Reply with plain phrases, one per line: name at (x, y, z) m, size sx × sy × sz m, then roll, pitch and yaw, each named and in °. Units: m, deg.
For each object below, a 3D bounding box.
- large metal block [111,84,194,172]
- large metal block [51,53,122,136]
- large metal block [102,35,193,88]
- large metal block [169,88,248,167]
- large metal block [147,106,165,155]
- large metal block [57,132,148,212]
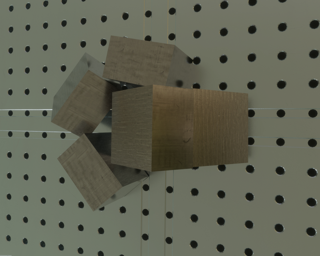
large metal block at (-0.010, 0.000, 0.329) m, size 0.080 × 0.050 × 0.080 m, roll 0°, pitch 89°, yaw 54°
large metal block at (-0.098, -0.044, 0.412) m, size 0.050 × 0.080 × 0.080 m, roll 32°, pitch 105°, yaw -28°
large metal block at (-0.012, -0.075, 0.388) m, size 0.080 × 0.080 × 0.050 m, roll 14°, pitch 95°, yaw 20°
large metal block at (0.054, 0.000, 0.356) m, size 0.050 × 0.081 × 0.080 m, roll -1°, pitch 89°, yaw 57°
large metal block at (-0.009, -0.002, 0.403) m, size 0.080 × 0.050 × 0.080 m, roll 1°, pitch 90°, yaw 20°
large metal block at (-0.072, 0.053, 0.408) m, size 0.050 × 0.080 × 0.080 m, roll -41°, pitch 78°, yaw 15°
